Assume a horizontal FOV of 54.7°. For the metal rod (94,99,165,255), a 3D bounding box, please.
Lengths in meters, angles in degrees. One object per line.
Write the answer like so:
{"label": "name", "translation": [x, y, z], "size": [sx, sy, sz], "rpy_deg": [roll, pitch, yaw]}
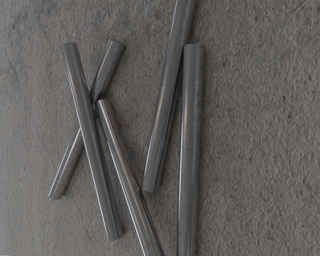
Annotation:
{"label": "metal rod", "translation": [-0.036, 0.088, 0.417], "size": [0.025, 0.025, 0.299], "rpy_deg": [-40, 61, 33]}

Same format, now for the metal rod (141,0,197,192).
{"label": "metal rod", "translation": [0.014, -0.063, 0.393], "size": [0.025, 0.025, 0.298], "rpy_deg": [18, 101, 38]}

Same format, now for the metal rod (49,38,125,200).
{"label": "metal rod", "translation": [-0.126, -0.003, 0.509], "size": [0.025, 0.025, 0.298], "rpy_deg": [41, 115, 32]}

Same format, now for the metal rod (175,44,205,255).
{"label": "metal rod", "translation": [0.035, 0.051, 0.375], "size": [0.025, 0.025, 0.298], "rpy_deg": [4, 92, 40]}

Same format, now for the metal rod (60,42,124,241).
{"label": "metal rod", "translation": [-0.102, 0.018, 0.466], "size": [0.025, 0.025, 0.298], "rpy_deg": [-16, 87, 39]}
